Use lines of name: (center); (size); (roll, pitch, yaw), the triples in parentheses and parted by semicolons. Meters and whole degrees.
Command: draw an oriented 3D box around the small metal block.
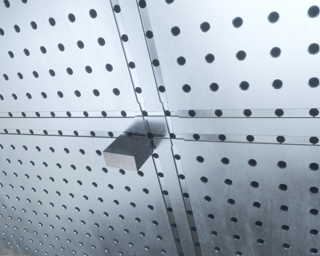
small metal block: (-0.044, 0.034, 0.440); (0.050, 0.050, 0.025); (6, 121, 25)
